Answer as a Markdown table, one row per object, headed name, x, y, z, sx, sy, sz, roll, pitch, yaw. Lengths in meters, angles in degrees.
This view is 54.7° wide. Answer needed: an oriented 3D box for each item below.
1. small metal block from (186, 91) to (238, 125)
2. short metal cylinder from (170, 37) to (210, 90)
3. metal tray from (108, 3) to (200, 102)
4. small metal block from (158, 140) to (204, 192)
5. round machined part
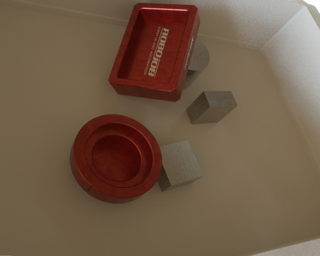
| name | x | y | z | sx | sy | sz | roll | pitch | yaw |
| --- | --- | --- | --- | --- | --- | --- | --- | --- | --- |
| small metal block | 0.074 | -0.029 | 0.450 | 0.050 | 0.050 | 0.025 | -4 | 64 | -31 |
| short metal cylinder | 0.028 | -0.104 | 0.470 | 0.081 | 0.050 | 0.080 | 14 | 56 | -21 |
| metal tray | -0.005 | -0.104 | 0.411 | 0.090 | 0.030 | 0.130 | 10 | 71 | 17 |
| small metal block | 0.019 | 0.047 | 0.389 | 0.050 | 0.025 | 0.050 | -10 | 67 | -33 |
| round machined part | -0.051 | 0.037 | 0.346 | 0.099 | 0.042 | 0.098 | 14 | 56 | -21 |
